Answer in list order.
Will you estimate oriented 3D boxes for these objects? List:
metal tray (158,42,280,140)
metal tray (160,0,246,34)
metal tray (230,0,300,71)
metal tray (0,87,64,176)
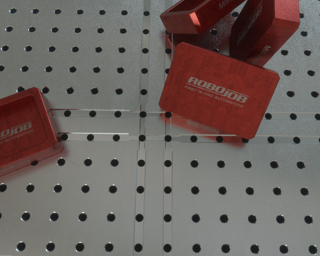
[{"bbox_3d":[0.074,-0.049,0.402,0.131,0.030,0.089,20,109,6],"label":"metal tray"},{"bbox_3d":[0.074,-0.185,0.448,0.130,0.030,0.090,-39,30,-14],"label":"metal tray"},{"bbox_3d":[0.130,-0.132,0.404,0.030,0.130,0.090,9,70,-7],"label":"metal tray"},{"bbox_3d":[-0.205,0.011,0.402,0.131,0.030,0.090,-22,72,-8],"label":"metal tray"}]
